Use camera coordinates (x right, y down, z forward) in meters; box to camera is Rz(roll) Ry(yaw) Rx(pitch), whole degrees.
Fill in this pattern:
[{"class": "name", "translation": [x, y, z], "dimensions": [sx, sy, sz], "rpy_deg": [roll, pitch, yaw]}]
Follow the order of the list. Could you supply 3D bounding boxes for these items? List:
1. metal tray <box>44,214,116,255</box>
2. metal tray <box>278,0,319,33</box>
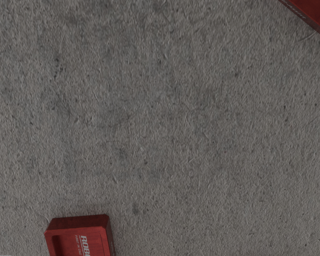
[{"class": "metal tray", "translation": [-0.117, 0.199, 0.479], "dimensions": [0.091, 0.030, 0.129], "rpy_deg": [-5, 110, 1]}, {"class": "metal tray", "translation": [0.175, -0.175, 0.344], "dimensions": [0.130, 0.030, 0.090], "rpy_deg": [33, 107, -12]}]
